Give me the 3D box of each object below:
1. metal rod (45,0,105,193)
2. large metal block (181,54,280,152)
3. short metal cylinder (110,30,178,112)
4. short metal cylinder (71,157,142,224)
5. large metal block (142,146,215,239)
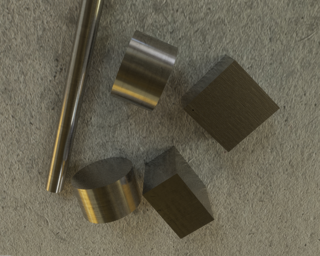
[{"bbox_3d":[-0.107,-0.050,0.390,0.025,0.025,0.298,15,109,-6],"label":"metal rod"},{"bbox_3d":[0.084,-0.031,0.386,0.080,0.050,0.080,43,104,-14],"label":"large metal block"},{"bbox_3d":[-0.019,-0.065,0.356,0.050,0.080,0.079,22,109,-8],"label":"short metal cylinder"},{"bbox_3d":[-0.069,0.080,0.409,0.080,0.080,0.050,-12,110,4],"label":"short metal cylinder"},{"bbox_3d":[0.023,0.082,0.411,0.050,0.080,0.080,-34,107,12],"label":"large metal block"}]
